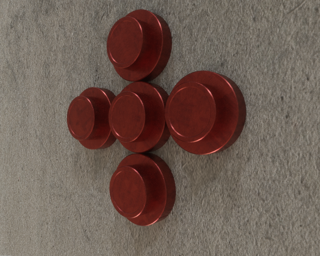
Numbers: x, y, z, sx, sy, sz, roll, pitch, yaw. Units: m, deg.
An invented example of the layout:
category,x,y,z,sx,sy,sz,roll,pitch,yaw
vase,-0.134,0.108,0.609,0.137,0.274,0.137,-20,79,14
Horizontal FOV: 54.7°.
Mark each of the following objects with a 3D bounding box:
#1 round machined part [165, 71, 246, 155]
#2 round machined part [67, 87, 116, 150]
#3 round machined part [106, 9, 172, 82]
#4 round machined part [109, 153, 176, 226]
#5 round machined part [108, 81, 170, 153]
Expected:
category,x,y,z,sx,sy,sz,roll,pitch,yaw
round machined part,0.044,-0.018,0.357,0.098,0.042,0.097,0,90,39
round machined part,-0.108,-0.015,0.481,0.098,0.042,0.097,0,90,39
round machined part,-0.035,-0.112,0.422,0.098,0.042,0.097,0,90,39
round machined part,-0.030,0.083,0.418,0.098,0.042,0.097,0,90,39
round machined part,-0.032,-0.015,0.420,0.098,0.042,0.097,0,90,39
